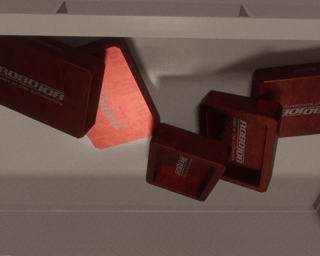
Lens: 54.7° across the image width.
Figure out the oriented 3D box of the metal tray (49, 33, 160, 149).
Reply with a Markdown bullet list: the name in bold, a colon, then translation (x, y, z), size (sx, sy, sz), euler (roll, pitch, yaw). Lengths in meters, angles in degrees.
- **metal tray**: translation (-0.063, -0.037, 0.373), size (0.090, 0.030, 0.130), euler (-15, 129, 12)

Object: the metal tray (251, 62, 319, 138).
- **metal tray**: translation (0.181, -0.033, 0.380), size (0.131, 0.030, 0.089), euler (-6, 130, 4)

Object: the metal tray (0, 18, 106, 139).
- **metal tray**: translation (-0.130, -0.052, 0.332), size (0.131, 0.030, 0.089), euler (23, 128, 5)

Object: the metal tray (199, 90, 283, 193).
- **metal tray**: translation (0.100, 0.020, 0.397), size (0.090, 0.030, 0.129), euler (15, 136, 26)

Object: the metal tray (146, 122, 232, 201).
- **metal tray**: translation (0.031, 0.050, 0.406), size (0.090, 0.030, 0.129), euler (18, 150, 5)
